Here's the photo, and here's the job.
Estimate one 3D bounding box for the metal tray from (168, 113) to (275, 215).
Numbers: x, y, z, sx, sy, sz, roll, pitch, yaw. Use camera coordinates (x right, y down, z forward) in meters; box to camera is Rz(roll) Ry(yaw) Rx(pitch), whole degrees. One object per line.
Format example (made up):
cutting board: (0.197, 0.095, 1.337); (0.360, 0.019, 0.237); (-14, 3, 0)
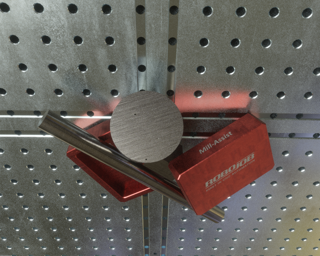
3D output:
metal tray: (0.085, 0.050, 0.413); (0.131, 0.030, 0.090); (-31, 128, -6)

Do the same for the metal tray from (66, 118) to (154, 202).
metal tray: (-0.055, 0.049, 0.444); (0.090, 0.030, 0.130); (-25, 126, 20)

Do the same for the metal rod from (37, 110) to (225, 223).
metal rod: (-0.021, 0.063, 0.421); (0.301, 0.025, 0.025); (33, 123, -26)

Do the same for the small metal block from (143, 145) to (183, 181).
small metal block: (0.005, 0.036, 0.421); (0.050, 0.050, 0.025); (33, 123, -25)

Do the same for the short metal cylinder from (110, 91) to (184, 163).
short metal cylinder: (-0.017, 0.001, 0.363); (0.081, 0.080, 0.050); (6, 172, -6)
